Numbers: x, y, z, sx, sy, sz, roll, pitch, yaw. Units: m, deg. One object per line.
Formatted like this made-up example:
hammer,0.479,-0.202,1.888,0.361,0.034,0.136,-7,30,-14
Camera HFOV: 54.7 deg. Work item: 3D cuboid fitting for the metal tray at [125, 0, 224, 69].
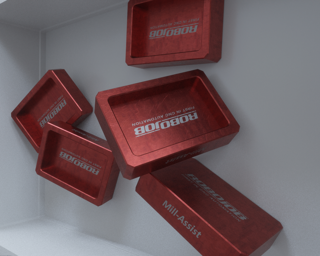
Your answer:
metal tray,0.014,-0.125,0.390,0.130,0.030,0.089,4,93,39

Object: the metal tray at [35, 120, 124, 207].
metal tray,-0.126,0.052,0.479,0.130,0.030,0.089,22,105,19

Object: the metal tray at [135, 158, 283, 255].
metal tray,0.049,0.082,0.321,0.130,0.091,0.030,36,115,33

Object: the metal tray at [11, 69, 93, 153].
metal tray,-0.186,-0.027,0.525,0.130,0.030,0.090,-38,87,26

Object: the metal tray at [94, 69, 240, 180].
metal tray,0.008,-0.009,0.330,0.090,0.131,0.030,62,154,24
